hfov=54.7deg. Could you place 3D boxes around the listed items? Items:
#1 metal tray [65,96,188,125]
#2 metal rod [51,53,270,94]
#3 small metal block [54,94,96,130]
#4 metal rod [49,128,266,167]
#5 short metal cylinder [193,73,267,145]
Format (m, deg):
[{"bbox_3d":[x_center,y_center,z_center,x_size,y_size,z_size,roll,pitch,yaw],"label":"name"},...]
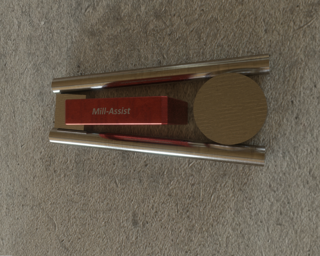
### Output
[{"bbox_3d":[-0.039,-0.019,0.388,0.130,0.090,0.030,0,90,20],"label":"metal tray"},{"bbox_3d":[-0.013,-0.069,0.415,0.301,0.025,0.025,-3,89,19],"label":"metal rod"},{"bbox_3d":[-0.125,-0.023,0.455,0.050,0.025,0.050,5,92,19],"label":"small metal block"},{"bbox_3d":[-0.017,0.022,0.416,0.301,0.025,0.025,5,92,19],"label":"metal rod"},{"bbox_3d":[0.085,-0.021,0.366,0.080,0.050,0.079,0,90,20],"label":"short metal cylinder"}]
